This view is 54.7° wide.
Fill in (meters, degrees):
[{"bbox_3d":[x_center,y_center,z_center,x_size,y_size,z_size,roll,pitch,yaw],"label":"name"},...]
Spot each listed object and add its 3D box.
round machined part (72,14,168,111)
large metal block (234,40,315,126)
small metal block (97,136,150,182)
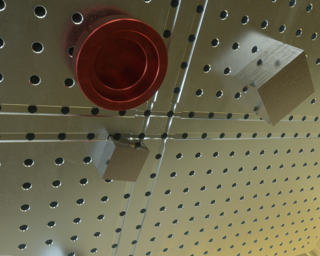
[{"bbox_3d":[-0.044,-0.071,0.332,0.099,0.042,0.097,-14,124,-21],"label":"round machined part"},{"bbox_3d":[0.166,-0.063,0.446,0.080,0.050,0.080,-40,129,-1],"label":"large metal block"},{"bbox_3d":[-0.049,0.042,0.410,0.050,0.025,0.050,12,112,-34],"label":"small metal block"}]
